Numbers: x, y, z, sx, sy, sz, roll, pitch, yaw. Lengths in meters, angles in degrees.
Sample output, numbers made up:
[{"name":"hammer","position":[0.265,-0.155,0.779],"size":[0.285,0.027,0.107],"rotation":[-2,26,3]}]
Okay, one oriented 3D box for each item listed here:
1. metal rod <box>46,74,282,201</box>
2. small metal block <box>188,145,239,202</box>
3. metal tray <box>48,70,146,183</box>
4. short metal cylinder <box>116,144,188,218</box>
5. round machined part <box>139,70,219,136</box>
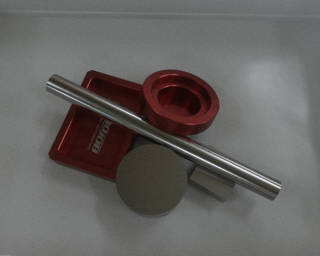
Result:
[{"name":"metal rod","position":[-0.001,0.008,0.374],"size":[0.301,0.025,0.025],"rotation":[26,72,6]},{"name":"small metal block","position":[0.070,0.057,0.388],"size":[0.050,0.025,0.050],"rotation":[30,72,10]},{"name":"metal tray","position":[-0.074,-0.004,0.405],"size":[0.090,0.030,0.130],"rotation":[18,71,6]},{"name":"short metal cylinder","position":[-0.009,0.065,0.370],"size":[0.081,0.050,0.080],"rotation":[0,70,0]},{"name":"round machined part","position":[0.022,-0.028,0.396],"size":[0.099,0.042,0.098],"rotation":[9,47,-10]}]
